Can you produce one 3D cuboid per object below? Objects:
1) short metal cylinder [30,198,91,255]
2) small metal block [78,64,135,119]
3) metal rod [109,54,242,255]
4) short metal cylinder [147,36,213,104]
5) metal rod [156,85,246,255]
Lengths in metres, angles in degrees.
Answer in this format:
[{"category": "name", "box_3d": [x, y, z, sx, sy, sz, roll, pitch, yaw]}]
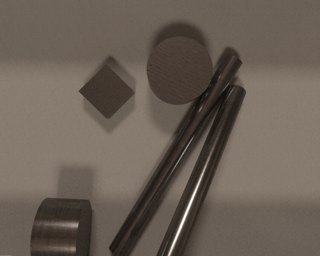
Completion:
[{"category": "short metal cylinder", "box_3d": [-0.118, 0.128, 0.383, 0.050, 0.080, 0.079, 3, 90, 0]}, {"category": "small metal block", "box_3d": [-0.069, -0.048, 0.411, 0.050, 0.025, 0.050, 45, 90, -1]}, {"category": "metal rod", "box_3d": [0.021, 0.036, 0.411, 0.025, 0.025, 0.299, 31, 90, -1]}, {"category": "short metal cylinder", "box_3d": [0.024, -0.071, 0.399, 0.081, 0.050, 0.079, 0, 90, -1]}, {"category": "metal rod", "box_3d": [0.041, 0.071, 0.350, 0.025, 0.025, 0.300, 27, 64, 0]}]
